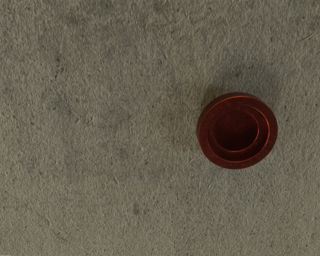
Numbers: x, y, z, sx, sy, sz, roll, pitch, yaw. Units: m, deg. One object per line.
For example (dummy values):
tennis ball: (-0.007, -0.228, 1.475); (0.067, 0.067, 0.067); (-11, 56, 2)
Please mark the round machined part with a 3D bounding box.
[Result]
round machined part: (0.096, 0.001, 0.402); (0.099, 0.042, 0.097); (0, 110, 0)
